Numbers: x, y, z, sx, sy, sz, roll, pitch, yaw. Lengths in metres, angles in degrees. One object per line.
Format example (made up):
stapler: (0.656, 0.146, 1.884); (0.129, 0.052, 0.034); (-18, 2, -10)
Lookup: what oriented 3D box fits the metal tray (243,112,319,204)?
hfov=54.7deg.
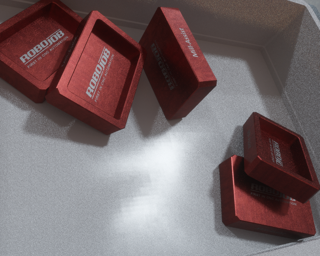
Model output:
metal tray: (0.166, 0.036, 0.438); (0.090, 0.030, 0.130); (27, 32, -3)

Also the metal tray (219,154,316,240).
metal tray: (0.146, 0.096, 0.425); (0.131, 0.030, 0.090); (16, 55, -19)

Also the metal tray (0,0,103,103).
metal tray: (-0.142, -0.102, 0.385); (0.090, 0.030, 0.130); (38, 51, -7)

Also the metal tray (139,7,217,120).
metal tray: (0.017, -0.088, 0.428); (0.030, 0.090, 0.130); (-11, 67, -33)

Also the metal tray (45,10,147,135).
metal tray: (-0.071, -0.068, 0.379); (0.090, 0.030, 0.130); (33, 55, -31)
